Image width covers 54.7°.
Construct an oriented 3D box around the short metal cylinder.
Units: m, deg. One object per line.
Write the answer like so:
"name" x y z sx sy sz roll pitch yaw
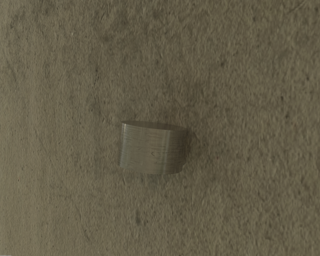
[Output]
"short metal cylinder" -0.010 0.021 0.375 0.080 0.081 0.050 11 97 39
